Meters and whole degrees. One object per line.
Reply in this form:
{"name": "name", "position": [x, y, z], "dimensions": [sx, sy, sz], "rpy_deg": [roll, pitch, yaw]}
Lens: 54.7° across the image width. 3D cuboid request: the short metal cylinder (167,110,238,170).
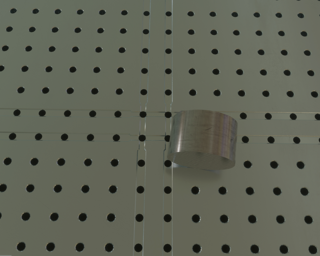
{"name": "short metal cylinder", "position": [0.052, 0.017, 0.377], "dimensions": [0.080, 0.080, 0.050], "rpy_deg": [8, 70, 2]}
